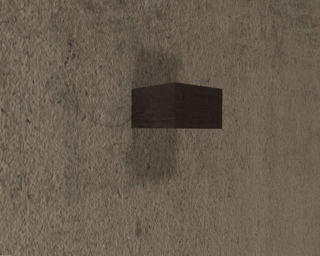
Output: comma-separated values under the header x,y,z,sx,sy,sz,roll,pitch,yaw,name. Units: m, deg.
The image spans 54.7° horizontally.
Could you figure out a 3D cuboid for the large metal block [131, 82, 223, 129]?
x,y,z,sx,sy,sz,roll,pitch,yaw,name
0.021,-0.024,0.388,0.081,0.080,0.050,1,90,-40,large metal block
